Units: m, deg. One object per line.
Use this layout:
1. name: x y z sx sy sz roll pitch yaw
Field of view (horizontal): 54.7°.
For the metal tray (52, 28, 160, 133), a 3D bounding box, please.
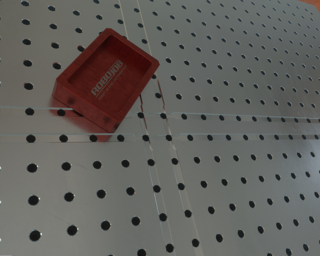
1. metal tray: -0.066 -0.067 0.411 0.090 0.030 0.130 34 51 -7
